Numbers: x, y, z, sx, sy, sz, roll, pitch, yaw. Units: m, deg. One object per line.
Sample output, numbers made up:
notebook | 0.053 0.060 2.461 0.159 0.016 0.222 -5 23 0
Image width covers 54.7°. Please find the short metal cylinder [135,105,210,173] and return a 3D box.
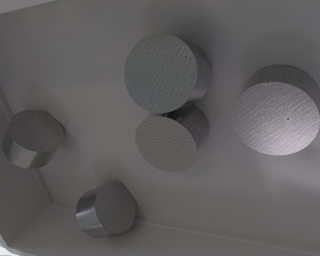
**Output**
short metal cylinder | 0.016 0.009 0.390 0.080 0.050 0.079 13 124 21

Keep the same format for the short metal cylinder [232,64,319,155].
short metal cylinder | 0.120 -0.019 0.318 0.080 0.050 0.079 13 124 21

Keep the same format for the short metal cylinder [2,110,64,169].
short metal cylinder | -0.201 0.017 0.490 0.080 0.080 0.050 41 129 0

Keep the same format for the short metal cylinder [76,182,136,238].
short metal cylinder | -0.086 0.133 0.501 0.050 0.080 0.080 -27 104 37

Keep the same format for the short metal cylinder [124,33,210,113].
short metal cylinder | 0.009 -0.058 0.335 0.080 0.050 0.079 3 98 23
